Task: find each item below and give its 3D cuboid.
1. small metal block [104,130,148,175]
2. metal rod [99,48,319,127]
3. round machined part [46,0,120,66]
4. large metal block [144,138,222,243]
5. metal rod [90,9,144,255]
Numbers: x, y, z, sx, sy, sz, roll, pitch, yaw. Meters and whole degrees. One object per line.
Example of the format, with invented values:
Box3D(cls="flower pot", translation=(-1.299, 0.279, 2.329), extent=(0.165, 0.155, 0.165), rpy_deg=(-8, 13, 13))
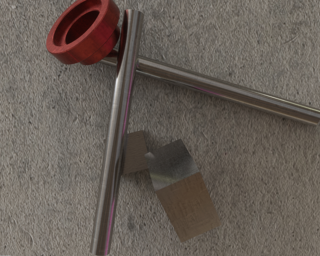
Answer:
Box3D(cls="small metal block", translation=(-0.041, 0.033, 0.410), extent=(0.050, 0.025, 0.050), rpy_deg=(-14, 90, -1))
Box3D(cls="metal rod", translation=(0.063, -0.057, 0.410), extent=(0.302, 0.025, 0.025), rpy_deg=(17, 90, -1))
Box3D(cls="round machined part", translation=(-0.089, -0.117, 0.383), extent=(0.098, 0.042, 0.098), rpy_deg=(-18, 52, 25))
Box3D(cls="large metal block", translation=(0.025, 0.072, 0.370), extent=(0.050, 0.080, 0.080), rpy_deg=(-24, 116, 0))
Box3D(cls="metal rod", translation=(-0.053, 0.006, 0.384), extent=(0.025, 0.025, 0.298), rpy_deg=(8, 90, -1))
